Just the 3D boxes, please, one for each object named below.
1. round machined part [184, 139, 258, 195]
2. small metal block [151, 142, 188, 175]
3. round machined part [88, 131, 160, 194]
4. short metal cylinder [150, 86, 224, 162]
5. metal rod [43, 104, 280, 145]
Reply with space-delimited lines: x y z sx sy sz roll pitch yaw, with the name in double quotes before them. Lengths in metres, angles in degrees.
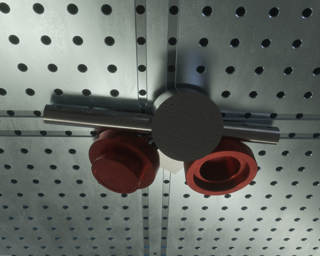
"round machined part" 0.083 0.049 0.436 0.099 0.042 0.097 -2 133 -2
"small metal block" 0.016 0.033 0.435 0.050 0.025 0.050 29 124 -23
"round machined part" -0.053 0.052 0.423 0.098 0.042 0.097 12 133 13
"short metal cylinder" 0.029 -0.006 0.366 0.081 0.050 0.079 -1 105 -3
"metal rod" 0.006 -0.004 0.404 0.302 0.025 0.025 5 130 -5
